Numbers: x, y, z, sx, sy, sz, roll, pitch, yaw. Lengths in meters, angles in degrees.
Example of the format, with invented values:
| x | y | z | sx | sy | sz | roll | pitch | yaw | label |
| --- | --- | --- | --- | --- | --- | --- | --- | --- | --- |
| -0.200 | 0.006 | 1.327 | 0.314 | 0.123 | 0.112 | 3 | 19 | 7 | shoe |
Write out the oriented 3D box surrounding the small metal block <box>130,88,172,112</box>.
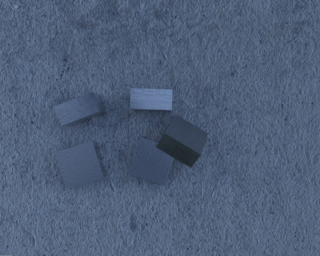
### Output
| x | y | z | sx | sy | sz | roll | pitch | yaw | label |
| --- | --- | --- | --- | --- | --- | --- | --- | --- | --- |
| -0.011 | -0.035 | 0.397 | 0.050 | 0.050 | 0.025 | 2 | 90 | 0 | small metal block |

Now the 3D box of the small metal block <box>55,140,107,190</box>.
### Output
| x | y | z | sx | sy | sz | roll | pitch | yaw | label |
| --- | --- | --- | --- | --- | --- | --- | --- | --- | --- |
| -0.103 | 0.048 | 0.409 | 0.050 | 0.025 | 0.050 | -17 | 90 | 0 | small metal block |

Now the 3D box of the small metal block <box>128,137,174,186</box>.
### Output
| x | y | z | sx | sy | sz | roll | pitch | yaw | label |
| --- | --- | --- | --- | --- | --- | --- | --- | --- | --- |
| -0.009 | 0.043 | 0.410 | 0.050 | 0.025 | 0.050 | 18 | 90 | 0 | small metal block |

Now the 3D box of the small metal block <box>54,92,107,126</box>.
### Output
| x | y | z | sx | sy | sz | roll | pitch | yaw | label |
| --- | --- | --- | --- | --- | --- | --- | --- | --- | --- |
| -0.099 | -0.023 | 0.397 | 0.050 | 0.050 | 0.025 | -21 | 90 | 0 | small metal block |

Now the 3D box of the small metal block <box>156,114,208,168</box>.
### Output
| x | y | z | sx | sy | sz | roll | pitch | yaw | label |
| --- | --- | --- | --- | --- | --- | --- | --- | --- | --- |
| 0.029 | 0.015 | 0.395 | 0.050 | 0.050 | 0.025 | 31 | 125 | 0 | small metal block |
